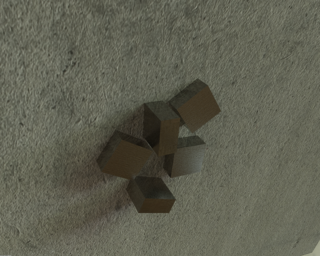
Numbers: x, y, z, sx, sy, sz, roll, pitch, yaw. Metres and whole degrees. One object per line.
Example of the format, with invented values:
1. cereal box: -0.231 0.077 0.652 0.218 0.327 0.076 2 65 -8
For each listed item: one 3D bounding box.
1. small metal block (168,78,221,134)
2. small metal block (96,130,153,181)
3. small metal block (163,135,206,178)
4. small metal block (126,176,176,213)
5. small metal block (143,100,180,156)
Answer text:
1. small metal block: 0.047 -0.029 0.414 0.050 0.025 0.050 -38 129 -3
2. small metal block: -0.046 0.036 0.404 0.050 0.025 0.050 24 105 -37
3. small metal block: 0.035 0.041 0.452 0.050 0.025 0.050 -8 122 -25
4. small metal block: -0.014 0.095 0.442 0.050 0.050 0.025 10 113 -33
5. small metal block: 0.000 -0.001 0.390 0.025 0.050 0.050 -10 123 -23
